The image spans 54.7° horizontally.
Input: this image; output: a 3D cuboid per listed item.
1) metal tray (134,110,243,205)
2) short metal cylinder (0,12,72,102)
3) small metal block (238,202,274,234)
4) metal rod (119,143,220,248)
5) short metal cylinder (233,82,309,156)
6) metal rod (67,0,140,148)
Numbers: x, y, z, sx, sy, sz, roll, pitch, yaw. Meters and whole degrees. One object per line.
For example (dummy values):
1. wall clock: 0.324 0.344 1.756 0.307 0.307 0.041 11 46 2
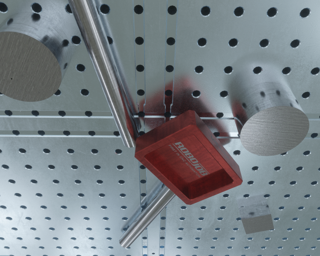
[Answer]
1. metal tray: 0.040 0.045 0.413 0.090 0.030 0.130 -29 124 22
2. short metal cylinder: -0.140 -0.075 0.330 0.081 0.050 0.079 0 130 0
3. small metal block: 0.172 0.161 0.552 0.050 0.025 0.050 -15 129 12
4. metal rod: 0.003 0.119 0.513 0.025 0.025 0.298 22 127 -18
5. short metal cylinder: 0.136 -0.011 0.389 0.081 0.050 0.079 0 130 0
6. metal rod: -0.068 -0.093 0.331 0.025 0.025 0.298 -9 130 7
